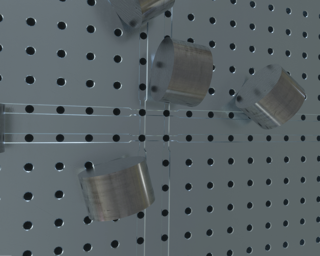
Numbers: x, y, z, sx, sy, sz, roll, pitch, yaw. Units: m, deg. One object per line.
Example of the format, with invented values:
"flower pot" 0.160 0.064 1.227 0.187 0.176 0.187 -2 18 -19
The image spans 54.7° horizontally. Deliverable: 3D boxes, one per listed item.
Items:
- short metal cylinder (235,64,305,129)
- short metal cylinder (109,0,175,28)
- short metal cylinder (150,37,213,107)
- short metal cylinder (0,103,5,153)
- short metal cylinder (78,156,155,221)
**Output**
"short metal cylinder" 0.156 -0.045 0.443 0.050 0.080 0.080 38 78 -17
"short metal cylinder" -0.027 -0.170 0.374 0.050 0.080 0.080 -37 102 -16
"short metal cylinder" 0.025 -0.070 0.394 0.050 0.080 0.080 7 88 -20
"short metal cylinder" -0.200 0.000 0.309 0.081 0.080 0.050 1 90 -20
"short metal cylinder" -0.051 0.069 0.366 0.081 0.080 0.050 -15 96 -20
